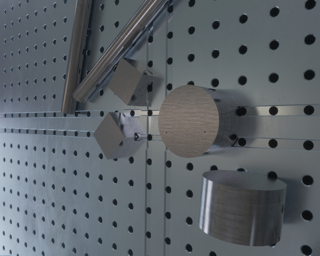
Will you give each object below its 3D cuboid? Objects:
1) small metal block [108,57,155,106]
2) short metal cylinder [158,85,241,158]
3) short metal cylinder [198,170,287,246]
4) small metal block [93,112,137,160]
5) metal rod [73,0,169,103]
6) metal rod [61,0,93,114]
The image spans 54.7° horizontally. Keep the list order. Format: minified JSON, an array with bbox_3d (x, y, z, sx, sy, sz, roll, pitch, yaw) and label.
[{"bbox_3d":[-0.042,-0.066,0.444,0.050,0.025,0.050,43,116,31],"label":"small metal block"},{"bbox_3d":[0.045,-0.007,0.356,0.080,0.050,0.080,0,90,40],"label":"short metal cylinder"},{"bbox_3d":[0.080,0.075,0.307,0.080,0.081,0.050,8,95,40],"label":"short metal cylinder"},{"bbox_3d":[-0.069,0.011,0.466,0.050,0.025,0.050,-50,61,28],"label":"small metal block"},{"bbox_3d":[-0.041,-0.137,0.442,0.299,0.025,0.025,-42,65,32],"label":"metal rod"},{"bbox_3d":[-0.133,-0.171,0.518,0.025,0.025,0.298,18,102,38],"label":"metal rod"}]
